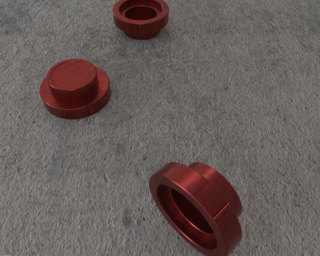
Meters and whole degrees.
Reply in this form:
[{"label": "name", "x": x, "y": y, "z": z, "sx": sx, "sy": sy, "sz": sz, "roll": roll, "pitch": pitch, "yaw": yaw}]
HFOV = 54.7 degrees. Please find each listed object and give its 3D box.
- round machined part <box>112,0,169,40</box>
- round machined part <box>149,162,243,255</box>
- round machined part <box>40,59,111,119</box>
[{"label": "round machined part", "x": -0.034, "y": -0.195, "z": 0.556, "sx": 0.099, "sy": 0.042, "sz": 0.098, "roll": 0, "pitch": 50, "yaw": 0}, {"label": "round machined part", "x": 0.038, "y": 0.072, "z": 0.296, "sx": 0.042, "sy": 0.097, "sz": 0.098, "roll": -37, "pitch": 59, "yaw": -26}, {"label": "round machined part", "x": -0.122, "y": -0.062, "z": 0.444, "sx": 0.099, "sy": 0.042, "sz": 0.098, "roll": 0, "pitch": 50, "yaw": 0}]
